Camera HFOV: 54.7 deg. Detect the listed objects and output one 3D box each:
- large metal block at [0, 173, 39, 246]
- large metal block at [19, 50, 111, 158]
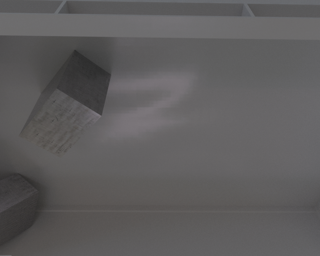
[{"bbox_3d":[-0.236,0.126,0.462,0.050,0.080,0.079,34,121,18],"label":"large metal block"},{"bbox_3d":[-0.104,-0.027,0.348,0.050,0.080,0.080,34,122,-25],"label":"large metal block"}]
